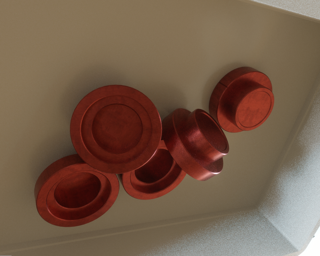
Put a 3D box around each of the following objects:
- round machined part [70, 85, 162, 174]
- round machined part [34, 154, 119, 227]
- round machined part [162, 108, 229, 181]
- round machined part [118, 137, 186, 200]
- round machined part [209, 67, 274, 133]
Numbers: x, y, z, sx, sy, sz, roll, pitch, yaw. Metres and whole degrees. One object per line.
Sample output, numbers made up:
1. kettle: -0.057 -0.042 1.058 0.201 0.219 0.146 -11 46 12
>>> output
1. round machined part: -0.049 0.000 0.354 0.099 0.042 0.097 -1 97 -5
2. round machined part: -0.104 0.072 0.386 0.099 0.042 0.097 -14 125 -21
3. round machined part: 0.051 0.014 0.395 0.042 0.098 0.098 -37 134 28
4. round machined part: -0.012 0.046 0.421 0.099 0.042 0.097 -14 125 -21
5. round machined part: 0.124 -0.035 0.446 0.099 0.042 0.097 -14 125 -21
